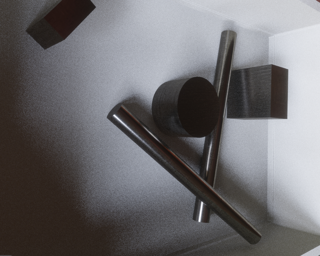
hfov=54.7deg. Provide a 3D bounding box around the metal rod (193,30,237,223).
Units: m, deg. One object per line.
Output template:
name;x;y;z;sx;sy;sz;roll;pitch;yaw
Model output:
metal rod;0.087;-0.007;0.481;0.025;0.025;0.299;17;79;-39

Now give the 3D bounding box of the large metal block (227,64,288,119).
large metal block;0.158;-0.055;0.507;0.050;0.080;0.079;3;89;-40

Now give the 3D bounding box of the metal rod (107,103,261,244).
metal rod;0.047;0.074;0.423;0.300;0.025;0.025;44;63;-23

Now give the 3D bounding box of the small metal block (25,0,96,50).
small metal block;-0.099;-0.108;0.308;0.025;0.050;0.050;48;61;-30

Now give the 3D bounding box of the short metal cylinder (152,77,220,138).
short metal cylinder;0.036;-0.027;0.423;0.081;0.050;0.079;0;90;-40
